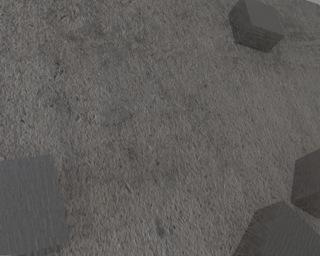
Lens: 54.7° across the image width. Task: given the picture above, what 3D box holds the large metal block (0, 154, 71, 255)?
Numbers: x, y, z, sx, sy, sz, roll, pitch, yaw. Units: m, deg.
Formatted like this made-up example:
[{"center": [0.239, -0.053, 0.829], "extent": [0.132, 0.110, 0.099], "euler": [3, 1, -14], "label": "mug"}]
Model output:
[{"center": [-0.132, 0.075, 0.271], "extent": [0.081, 0.050, 0.080], "euler": [-6, 65, -31], "label": "large metal block"}]

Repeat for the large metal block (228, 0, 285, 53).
[{"center": [0.189, -0.205, 0.614], "extent": [0.081, 0.050, 0.080], "euler": [9, 58, -23], "label": "large metal block"}]

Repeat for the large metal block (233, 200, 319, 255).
[{"center": [0.148, 0.150, 0.375], "extent": [0.080, 0.050, 0.080], "euler": [44, 51, 2], "label": "large metal block"}]

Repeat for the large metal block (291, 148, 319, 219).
[{"center": [0.245, 0.076, 0.453], "extent": [0.050, 0.080, 0.080], "euler": [33, 52, -7], "label": "large metal block"}]
